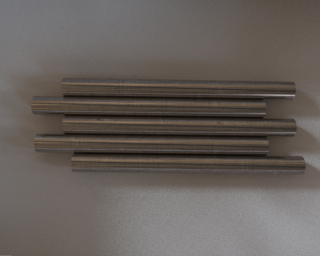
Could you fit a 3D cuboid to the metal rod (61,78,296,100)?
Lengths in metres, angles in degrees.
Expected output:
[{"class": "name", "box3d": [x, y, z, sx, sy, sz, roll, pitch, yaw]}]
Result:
[{"class": "metal rod", "box3d": [0.025, -0.052, 0.410, 0.302, 0.025, 0.025, 1, 90, -1]}]

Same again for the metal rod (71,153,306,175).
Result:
[{"class": "metal rod", "box3d": [0.037, 0.048, 0.411, 0.302, 0.025, 0.025, 1, 90, -1]}]

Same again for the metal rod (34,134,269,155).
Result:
[{"class": "metal rod", "box3d": [-0.010, 0.022, 0.410, 0.302, 0.025, 0.025, 1, 90, -1]}]

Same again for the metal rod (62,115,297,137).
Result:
[{"class": "metal rod", "box3d": [0.026, -0.002, 0.410, 0.302, 0.025, 0.025, 1, 90, -1]}]

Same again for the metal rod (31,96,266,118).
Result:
[{"class": "metal rod", "box3d": [-0.014, -0.028, 0.410, 0.302, 0.025, 0.025, 1, 90, -1]}]
